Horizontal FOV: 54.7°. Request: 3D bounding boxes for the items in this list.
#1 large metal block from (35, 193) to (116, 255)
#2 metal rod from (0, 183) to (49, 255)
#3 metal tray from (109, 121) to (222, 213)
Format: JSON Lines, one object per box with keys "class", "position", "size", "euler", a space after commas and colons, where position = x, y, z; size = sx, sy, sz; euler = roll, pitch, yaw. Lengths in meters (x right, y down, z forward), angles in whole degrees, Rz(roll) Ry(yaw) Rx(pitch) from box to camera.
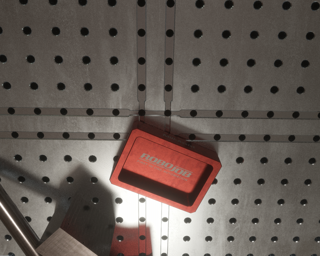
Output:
{"class": "large metal block", "position": [-0.115, 0.153, 0.439], "size": [0.050, 0.080, 0.080], "euler": [-43, 105, 14]}
{"class": "metal rod", "position": [-0.167, 0.163, 0.414], "size": [0.025, 0.025, 0.300], "euler": [-40, 84, 13]}
{"class": "metal tray", "position": [0.007, 0.056, 0.431], "size": [0.131, 0.030, 0.089], "euler": [23, 108, -9]}
